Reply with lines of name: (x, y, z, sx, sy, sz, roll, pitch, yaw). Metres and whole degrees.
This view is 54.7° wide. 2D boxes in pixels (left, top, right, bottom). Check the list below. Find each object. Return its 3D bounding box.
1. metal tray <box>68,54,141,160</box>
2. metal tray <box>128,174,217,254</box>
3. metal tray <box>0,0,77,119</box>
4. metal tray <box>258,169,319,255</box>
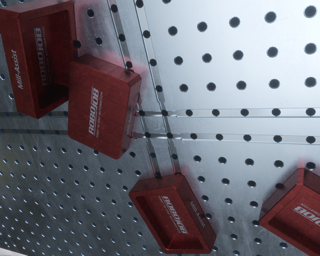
metal tray: (-0.082, -0.027, 0.433, 0.090, 0.030, 0.129, 23, 127, 13)
metal tray: (0.020, 0.137, 0.480, 0.090, 0.030, 0.130, -16, 110, 34)
metal tray: (-0.144, -0.087, 0.388, 0.030, 0.090, 0.129, 17, 125, 18)
metal tray: (0.201, 0.117, 0.374, 0.130, 0.030, 0.089, 31, 128, 7)
